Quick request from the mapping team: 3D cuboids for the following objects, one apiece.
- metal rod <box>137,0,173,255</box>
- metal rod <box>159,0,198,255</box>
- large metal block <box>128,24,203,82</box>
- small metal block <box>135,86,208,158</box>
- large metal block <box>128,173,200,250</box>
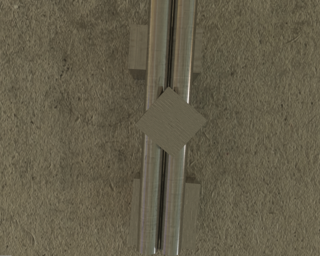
[{"bbox_3d":[-0.006,-0.008,0.338,0.025,0.025,0.298,3,97,0],"label":"metal rod"},{"bbox_3d":[0.020,-0.007,0.338,0.025,0.025,0.298,3,97,0],"label":"metal rod"},{"bbox_3d":[0.006,-0.089,0.384,0.080,0.080,0.050,3,90,0],"label":"large metal block"},{"bbox_3d":[0.011,-0.007,0.314,0.050,0.025,0.050,41,95,-6],"label":"small metal block"},{"bbox_3d":[0.005,0.104,0.398,0.080,0.050,0.080,5,90,0],"label":"large metal block"}]
